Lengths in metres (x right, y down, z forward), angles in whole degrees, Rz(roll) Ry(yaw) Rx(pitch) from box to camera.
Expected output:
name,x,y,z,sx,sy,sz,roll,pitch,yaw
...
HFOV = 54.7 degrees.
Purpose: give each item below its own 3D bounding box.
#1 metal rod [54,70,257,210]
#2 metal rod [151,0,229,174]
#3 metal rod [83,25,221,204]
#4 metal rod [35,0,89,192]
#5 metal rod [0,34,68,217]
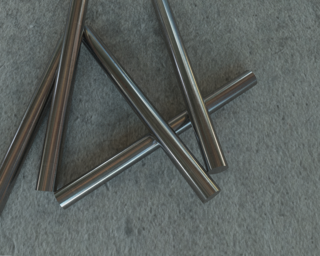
name,x,y,z,sx,sy,sz,roll,pitch,yaw
metal rod,0.003,0.009,0.404,0.301,0.025,0.025,-33,74,-12
metal rod,0.031,-0.081,0.418,0.025,0.025,0.299,-13,63,-5
metal rod,-0.027,-0.033,0.399,0.025,0.025,0.300,-33,66,-11
metal rod,-0.126,-0.067,0.415,0.025,0.025,0.299,5,76,1
metal rod,-0.174,0.006,0.403,0.025,0.025,0.299,15,70,5
